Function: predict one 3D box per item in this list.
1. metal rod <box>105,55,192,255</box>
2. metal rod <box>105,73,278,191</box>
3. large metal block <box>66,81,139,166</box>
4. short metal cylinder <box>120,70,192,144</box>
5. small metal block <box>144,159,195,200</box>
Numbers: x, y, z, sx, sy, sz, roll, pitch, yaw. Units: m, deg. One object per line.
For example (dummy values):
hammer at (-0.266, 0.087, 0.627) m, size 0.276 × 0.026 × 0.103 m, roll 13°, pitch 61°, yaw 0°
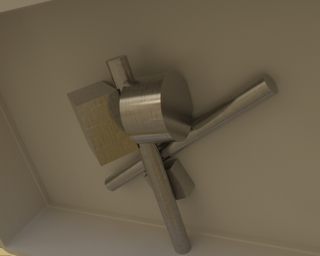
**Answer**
metal rod at (-0.007, 0.052, 0.408) m, size 0.025 × 0.025 × 0.298 m, roll -5°, pitch 115°, yaw 30°
metal rod at (0.017, 0.022, 0.409) m, size 0.025 × 0.025 × 0.299 m, roll 49°, pitch 128°, yaw -7°
large metal block at (-0.075, -0.009, 0.398) m, size 0.080 × 0.050 × 0.080 m, roll 34°, pitch 145°, yaw 61°
short metal cylinder at (-0.002, -0.022, 0.356) m, size 0.050 × 0.080 × 0.080 m, roll -5°, pitch 116°, yaw 29°
small metal block at (0.014, 0.077, 0.446) m, size 0.050 × 0.025 × 0.050 m, roll -23°, pitch 106°, yaw 36°
